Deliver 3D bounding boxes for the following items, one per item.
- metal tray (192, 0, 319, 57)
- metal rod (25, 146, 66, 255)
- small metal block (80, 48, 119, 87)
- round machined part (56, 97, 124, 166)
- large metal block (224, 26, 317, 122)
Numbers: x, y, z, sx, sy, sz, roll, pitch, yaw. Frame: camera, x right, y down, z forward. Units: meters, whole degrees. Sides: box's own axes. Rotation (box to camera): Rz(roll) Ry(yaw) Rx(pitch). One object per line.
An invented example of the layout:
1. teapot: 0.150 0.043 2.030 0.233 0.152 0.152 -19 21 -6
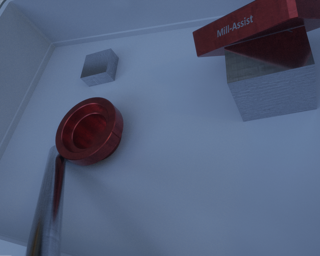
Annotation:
1. metal tray: 0.112 -0.112 0.343 0.130 0.091 0.030 -8 94 55
2. metal rod: -0.114 0.071 0.324 0.025 0.025 0.300 -44 20 -2
3. small metal block: -0.100 -0.101 0.518 0.050 0.025 0.050 -9 58 23
4. round machined part: -0.094 0.008 0.437 0.098 0.042 0.098 -13 56 20
5. large metal block: 0.122 -0.054 0.339 0.080 0.080 0.050 -11 57 22
